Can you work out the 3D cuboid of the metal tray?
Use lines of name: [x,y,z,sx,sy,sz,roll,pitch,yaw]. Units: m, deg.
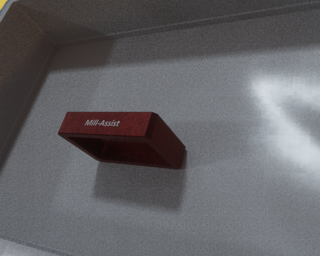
metal tray: [-0.046,0.015,0.379,0.130,0.090,0.030,2,63,29]
